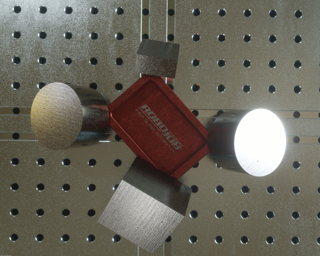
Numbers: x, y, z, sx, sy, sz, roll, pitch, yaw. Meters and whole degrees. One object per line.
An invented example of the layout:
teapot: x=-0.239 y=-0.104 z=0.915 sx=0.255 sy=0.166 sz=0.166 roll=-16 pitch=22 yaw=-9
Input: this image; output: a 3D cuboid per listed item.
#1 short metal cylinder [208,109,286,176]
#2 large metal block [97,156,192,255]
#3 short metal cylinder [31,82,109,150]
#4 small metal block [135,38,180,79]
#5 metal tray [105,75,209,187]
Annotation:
short metal cylinder: x=0.108 y=0.017 z=0.386 sx=0.081 sy=0.050 sz=0.079 roll=0 pitch=91 yaw=-27
large metal block: x=-0.019 y=0.096 z=0.383 sx=0.080 sy=0.050 sz=0.079 roll=31 pitch=121 yaw=-1
short metal cylinder: x=-0.111 y=-0.014 z=0.385 sx=0.080 sy=0.050 sz=0.079 roll=0 pitch=91 yaw=25
small metal block: x=-0.002 y=-0.090 z=0.398 sx=0.050 sy=0.050 sz=0.025 roll=9 pitch=128 yaw=0
metal tray: x=-0.001 y=0.001 z=0.410 sx=0.090 sy=0.030 sz=0.130 roll=-41 pitch=90 yaw=0
